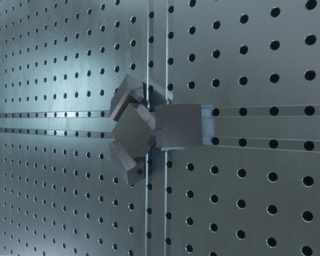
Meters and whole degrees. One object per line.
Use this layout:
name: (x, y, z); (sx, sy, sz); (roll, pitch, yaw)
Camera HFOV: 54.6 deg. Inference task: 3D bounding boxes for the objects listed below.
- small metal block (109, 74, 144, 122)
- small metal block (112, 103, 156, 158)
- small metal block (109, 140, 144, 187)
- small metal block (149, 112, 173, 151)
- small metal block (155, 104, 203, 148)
small metal block: (-0.047, -0.040, 0.433); (0.050, 0.025, 0.050); (-54, 23, 26)
small metal block: (-0.029, 0.003, 0.402); (0.050, 0.025, 0.050); (49, 118, 28)
small metal block: (-0.046, 0.046, 0.432); (0.050, 0.025, 0.050); (53, 158, 27)
small metal block: (-0.010, 0.003, 0.419); (0.050, 0.025, 0.050); (2, 94, 40)
small metal block: (0.022, -0.002, 0.372); (0.025, 0.050, 0.050); (172, 96, -72)
